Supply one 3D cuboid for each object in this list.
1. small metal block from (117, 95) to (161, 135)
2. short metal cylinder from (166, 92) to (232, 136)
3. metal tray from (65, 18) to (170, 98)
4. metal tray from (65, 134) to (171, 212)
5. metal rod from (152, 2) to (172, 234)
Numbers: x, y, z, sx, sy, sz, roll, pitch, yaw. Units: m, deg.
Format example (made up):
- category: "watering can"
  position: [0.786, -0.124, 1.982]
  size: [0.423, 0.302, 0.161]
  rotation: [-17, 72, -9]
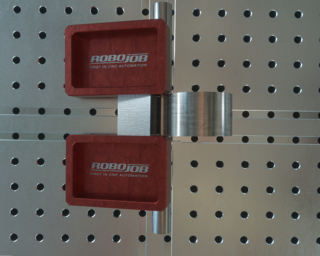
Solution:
- category: "small metal block"
  position: [-0.027, -0.016, 0.399]
  size: [0.050, 0.025, 0.050]
  rotation: [1, 90, 31]
- category: "short metal cylinder"
  position: [0.048, -0.016, 0.383]
  size: [0.081, 0.080, 0.050]
  rotation: [0, 90, 0]
- category: "metal tray"
  position: [-0.054, -0.085, 0.393]
  size: [0.131, 0.030, 0.089]
  rotation: [0, 90, 12]
- category: "metal tray"
  position: [-0.053, 0.054, 0.393]
  size: [0.131, 0.030, 0.089]
  rotation: [1, 90, 12]
- category: "metal rod"
  position: [0.003, -0.013, 0.409]
  size: [0.025, 0.025, 0.298]
  rotation: [0, 90, 0]
